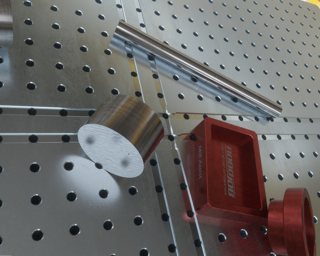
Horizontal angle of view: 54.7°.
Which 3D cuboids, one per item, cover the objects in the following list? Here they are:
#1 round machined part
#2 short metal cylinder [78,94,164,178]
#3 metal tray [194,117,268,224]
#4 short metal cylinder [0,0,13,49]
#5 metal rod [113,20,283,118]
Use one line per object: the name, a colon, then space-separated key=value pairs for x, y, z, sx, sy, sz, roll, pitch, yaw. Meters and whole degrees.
round machined part: x=0.166 y=0.125 z=0.390 sx=0.098 sy=0.042 sz=0.098 roll=21 pitch=65 yaw=-55
short metal cylinder: x=-0.042 y=0.010 z=0.344 sx=0.080 sy=0.080 sz=0.050 roll=36 pitch=51 yaw=-4
metal tray: x=0.094 y=0.056 z=0.421 sx=0.091 sy=0.030 sz=0.130 roll=16 pitch=55 yaw=-19
short metal cylinder: x=-0.199 y=-0.128 z=0.344 sx=0.050 sy=0.080 sz=0.080 roll=-9 pitch=66 yaw=-32
metal rod: x=0.069 y=-0.089 z=0.499 sx=0.301 sy=0.025 sz=0.025 roll=25 pitch=53 yaw=-13
